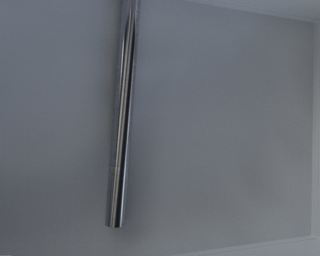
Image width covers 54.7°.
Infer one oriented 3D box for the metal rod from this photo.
[{"bbox_3d":[-0.047,-0.027,0.394,0.025,0.025,0.298,4,89,-20],"label":"metal rod"}]
